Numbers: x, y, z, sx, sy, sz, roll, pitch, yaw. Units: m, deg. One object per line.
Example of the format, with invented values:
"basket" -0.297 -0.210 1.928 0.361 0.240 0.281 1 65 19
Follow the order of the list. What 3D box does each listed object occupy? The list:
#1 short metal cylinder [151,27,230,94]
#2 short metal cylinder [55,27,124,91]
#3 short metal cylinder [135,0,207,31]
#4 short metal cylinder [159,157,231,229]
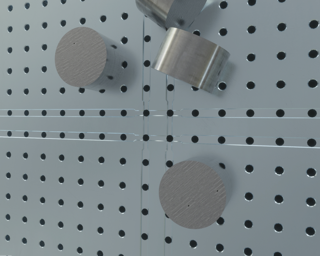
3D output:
"short metal cylinder" 0.036 -0.079 0.371 0.080 0.080 0.050 27 99 18
"short metal cylinder" -0.098 -0.094 0.434 0.080 0.050 0.079 0 90 20
"short metal cylinder" 0.017 -0.162 0.377 0.050 0.080 0.080 43 103 15
"short metal cylinder" 0.045 0.077 0.383 0.080 0.050 0.079 0 90 20
